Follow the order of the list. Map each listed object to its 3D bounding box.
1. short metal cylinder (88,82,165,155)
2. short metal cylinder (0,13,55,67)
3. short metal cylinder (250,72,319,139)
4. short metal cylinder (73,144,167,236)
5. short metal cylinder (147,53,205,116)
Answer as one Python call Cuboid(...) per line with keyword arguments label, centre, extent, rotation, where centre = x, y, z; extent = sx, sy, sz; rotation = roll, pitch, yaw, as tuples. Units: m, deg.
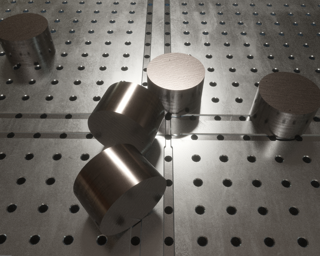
Cuboid(label="short metal cylinder", centre=(-0.040, -0.010, 0.380), extent=(0.080, 0.080, 0.050), rotation=(14, 52, 11))
Cuboid(label="short metal cylinder", centre=(-0.220, -0.146, 0.511), extent=(0.081, 0.050, 0.080), rotation=(0, 50, 0))
Cuboid(label="short metal cylinder", centre=(0.169, -0.031, 0.420), extent=(0.081, 0.050, 0.080), rotation=(0, 50, 0))
Cuboid(label="short metal cylinder", centre=(-0.040, 0.063, 0.319), extent=(0.081, 0.080, 0.050), rotation=(-32, 57, -24))
Cuboid(label="short metal cylinder", centre=(0.022, -0.064, 0.445), extent=(0.081, 0.050, 0.080), rotation=(0, 50, 0))
